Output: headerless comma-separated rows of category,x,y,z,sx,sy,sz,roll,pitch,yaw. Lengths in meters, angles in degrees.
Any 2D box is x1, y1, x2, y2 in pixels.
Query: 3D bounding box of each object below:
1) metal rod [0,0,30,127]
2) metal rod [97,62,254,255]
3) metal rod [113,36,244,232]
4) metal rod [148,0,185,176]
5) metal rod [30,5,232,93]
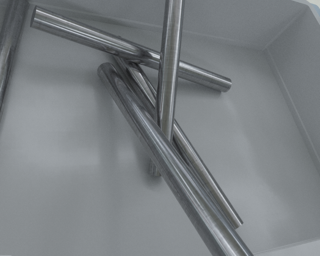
metal rod,-0.177,-0.034,0.330,0.025,0.025,0.299,11,57,-23
metal rod,-0.006,0.013,0.316,0.025,0.025,0.300,-5,39,-30
metal rod,0.013,-0.001,0.412,0.025,0.025,0.299,-23,74,-36
metal rod,0.013,-0.091,0.388,0.025,0.025,0.298,8,83,-24
metal rod,-0.016,-0.097,0.425,0.302,0.025,0.025,12,56,-33
